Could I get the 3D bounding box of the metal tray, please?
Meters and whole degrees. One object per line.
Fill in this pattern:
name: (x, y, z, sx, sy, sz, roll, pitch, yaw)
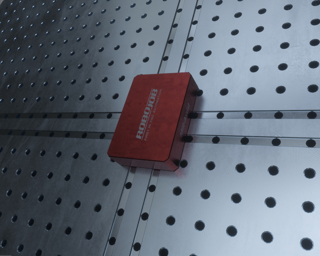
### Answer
metal tray: (-0.008, -0.012, 0.414, 0.090, 0.030, 0.130, 2, 63, 29)
